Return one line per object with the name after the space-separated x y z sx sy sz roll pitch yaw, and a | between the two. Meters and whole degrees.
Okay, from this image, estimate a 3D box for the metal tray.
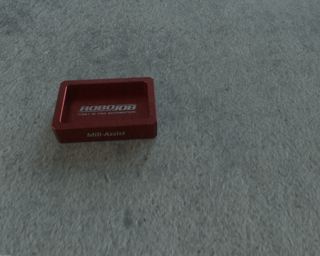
-0.071 -0.027 0.421 0.131 0.030 0.090 -3 50 -3 | metal tray
